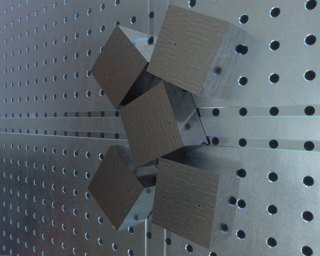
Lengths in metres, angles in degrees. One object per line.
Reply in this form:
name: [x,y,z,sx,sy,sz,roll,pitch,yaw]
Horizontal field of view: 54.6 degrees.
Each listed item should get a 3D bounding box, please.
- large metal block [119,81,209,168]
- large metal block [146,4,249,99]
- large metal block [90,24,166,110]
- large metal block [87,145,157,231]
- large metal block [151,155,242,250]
large metal block: [0.003,-0.002,0.391,0.080,0.050,0.080,-28,72,36]
large metal block: [0.041,-0.087,0.358,0.080,0.050,0.080,31,110,33]
large metal block: [-0.041,-0.081,0.428,0.080,0.050,0.080,-52,59,28]
large metal block: [-0.045,0.080,0.430,0.080,0.050,0.080,45,117,31]
large metal block: [0.041,0.080,0.360,0.080,0.050,0.080,12,97,39]
